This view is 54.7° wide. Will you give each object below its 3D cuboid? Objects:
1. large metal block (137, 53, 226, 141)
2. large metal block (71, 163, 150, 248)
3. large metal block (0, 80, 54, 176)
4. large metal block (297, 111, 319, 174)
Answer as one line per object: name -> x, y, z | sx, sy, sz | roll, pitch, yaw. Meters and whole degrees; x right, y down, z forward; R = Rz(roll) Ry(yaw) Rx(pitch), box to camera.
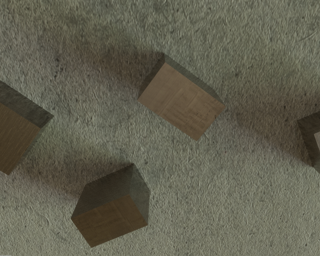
large metal block -> 0.023, -0.040, 0.366 | 0.080, 0.080, 0.050 | 34, 107, -12
large metal block -> -0.062, 0.101, 0.417 | 0.080, 0.080, 0.050 | -24, 108, 8
large metal block -> -0.198, -0.001, 0.394 | 0.080, 0.050, 0.080 | 36, 106, -12
large metal block -> 0.240, 0.016, 0.404 | 0.080, 0.050, 0.080 | -24, 109, 8
